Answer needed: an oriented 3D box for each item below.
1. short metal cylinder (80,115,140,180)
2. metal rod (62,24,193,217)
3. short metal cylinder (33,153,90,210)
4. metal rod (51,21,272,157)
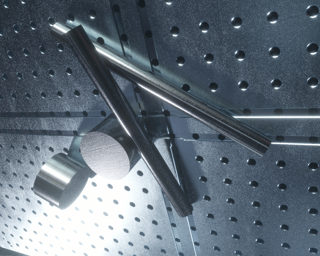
[{"bbox_3d":[-0.066,0.028,0.447,0.080,0.050,0.079,13,124,21],"label":"short metal cylinder"},{"bbox_3d":[-0.031,0.007,0.411,0.025,0.025,0.299,-14,117,34],"label":"metal rod"},{"bbox_3d":[-0.162,0.088,0.516,0.050,0.080,0.079,27,128,11],"label":"short metal cylinder"},{"bbox_3d":[-0.005,-0.052,0.381,0.301,0.025,0.025,30,128,8],"label":"metal rod"}]
